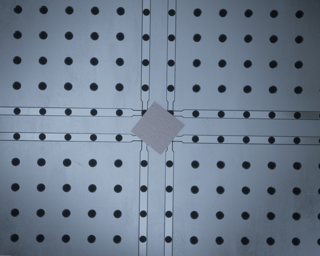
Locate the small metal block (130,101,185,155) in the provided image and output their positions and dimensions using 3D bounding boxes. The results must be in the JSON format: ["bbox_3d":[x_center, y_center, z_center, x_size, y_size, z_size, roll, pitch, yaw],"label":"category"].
[{"bbox_3d":[-0.003,0.000,0.413,0.050,0.025,0.050,38,90,-1],"label":"small metal block"}]
